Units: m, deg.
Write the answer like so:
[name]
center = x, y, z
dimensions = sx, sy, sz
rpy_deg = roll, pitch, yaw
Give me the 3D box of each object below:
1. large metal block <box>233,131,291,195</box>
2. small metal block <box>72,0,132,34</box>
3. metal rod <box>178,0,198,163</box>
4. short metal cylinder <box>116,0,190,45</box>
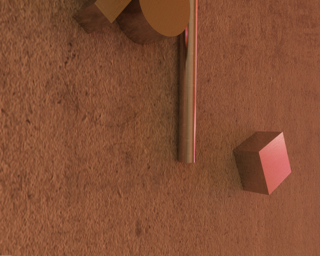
[large metal block]
center = 0.181, 0.059, 0.543
dimensions = 0.081, 0.050, 0.080
rpy_deg = -29, 109, -36
[small metal block]
center = -0.061, -0.134, 0.338
dimensions = 0.025, 0.050, 0.050
rpy_deg = 47, 62, -30
[metal rod]
center = 0.040, -0.101, 0.440
dimensions = 0.025, 0.025, 0.298
rpy_deg = 1, 89, -40
[short metal cylinder]
center = -0.009, -0.148, 0.383
dimensions = 0.081, 0.050, 0.079
rpy_deg = 0, 90, -40
